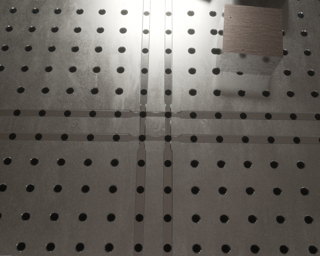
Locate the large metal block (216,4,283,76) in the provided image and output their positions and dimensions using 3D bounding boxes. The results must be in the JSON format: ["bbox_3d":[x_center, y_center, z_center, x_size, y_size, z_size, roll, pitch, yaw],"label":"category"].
[{"bbox_3d":[0.127,-0.126,0.446,0.080,0.050,0.080,6,70,2],"label":"large metal block"}]

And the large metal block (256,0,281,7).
[{"bbox_3d":[0.167,-0.248,0.475,0.050,0.080,0.080,-31,73,-11],"label":"large metal block"}]
